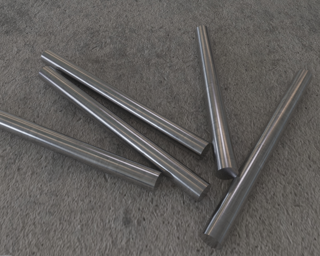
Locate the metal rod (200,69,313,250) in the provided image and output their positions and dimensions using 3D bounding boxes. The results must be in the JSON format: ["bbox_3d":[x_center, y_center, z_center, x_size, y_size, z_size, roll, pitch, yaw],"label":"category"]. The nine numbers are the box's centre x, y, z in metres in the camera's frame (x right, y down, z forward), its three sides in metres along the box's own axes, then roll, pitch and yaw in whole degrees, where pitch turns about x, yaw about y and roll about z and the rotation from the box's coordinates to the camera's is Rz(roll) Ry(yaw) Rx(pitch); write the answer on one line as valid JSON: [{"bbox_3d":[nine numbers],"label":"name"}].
[{"bbox_3d":[0.134,0.017,0.389,0.025,0.025,0.301,27,55,21],"label":"metal rod"}]

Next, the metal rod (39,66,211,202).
[{"bbox_3d":[-0.062,-0.005,0.406,0.300,0.025,0.025,35,58,25],"label":"metal rod"}]

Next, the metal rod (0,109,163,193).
[{"bbox_3d":[-0.139,0.014,0.390,0.301,0.025,0.025,19,53,15],"label":"metal rod"}]

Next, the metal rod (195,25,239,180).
[{"bbox_3d":[0.074,-0.060,0.444,0.025,0.025,0.300,0,47,0],"label":"metal rod"}]

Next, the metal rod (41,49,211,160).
[{"bbox_3d":[-0.062,-0.043,0.438,0.300,0.025,0.025,31,57,23],"label":"metal rod"}]
